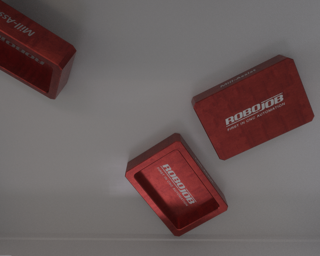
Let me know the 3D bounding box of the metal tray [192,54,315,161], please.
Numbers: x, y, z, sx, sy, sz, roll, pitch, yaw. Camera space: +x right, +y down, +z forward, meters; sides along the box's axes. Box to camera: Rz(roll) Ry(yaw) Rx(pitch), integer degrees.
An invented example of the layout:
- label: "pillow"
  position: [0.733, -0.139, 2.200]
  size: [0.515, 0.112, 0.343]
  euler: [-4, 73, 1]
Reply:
- label: "metal tray"
  position: [0.118, -0.025, 0.400]
  size: [0.130, 0.030, 0.090]
  euler: [-26, 108, 9]

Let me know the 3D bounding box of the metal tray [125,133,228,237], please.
- label: "metal tray"
  position: [0.024, 0.083, 0.439]
  size: [0.090, 0.030, 0.130]
  euler: [-33, 107, 11]

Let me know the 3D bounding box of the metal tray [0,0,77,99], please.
- label: "metal tray"
  position: [-0.164, -0.092, 0.343]
  size: [0.130, 0.090, 0.030]
  euler: [31, 63, -11]
